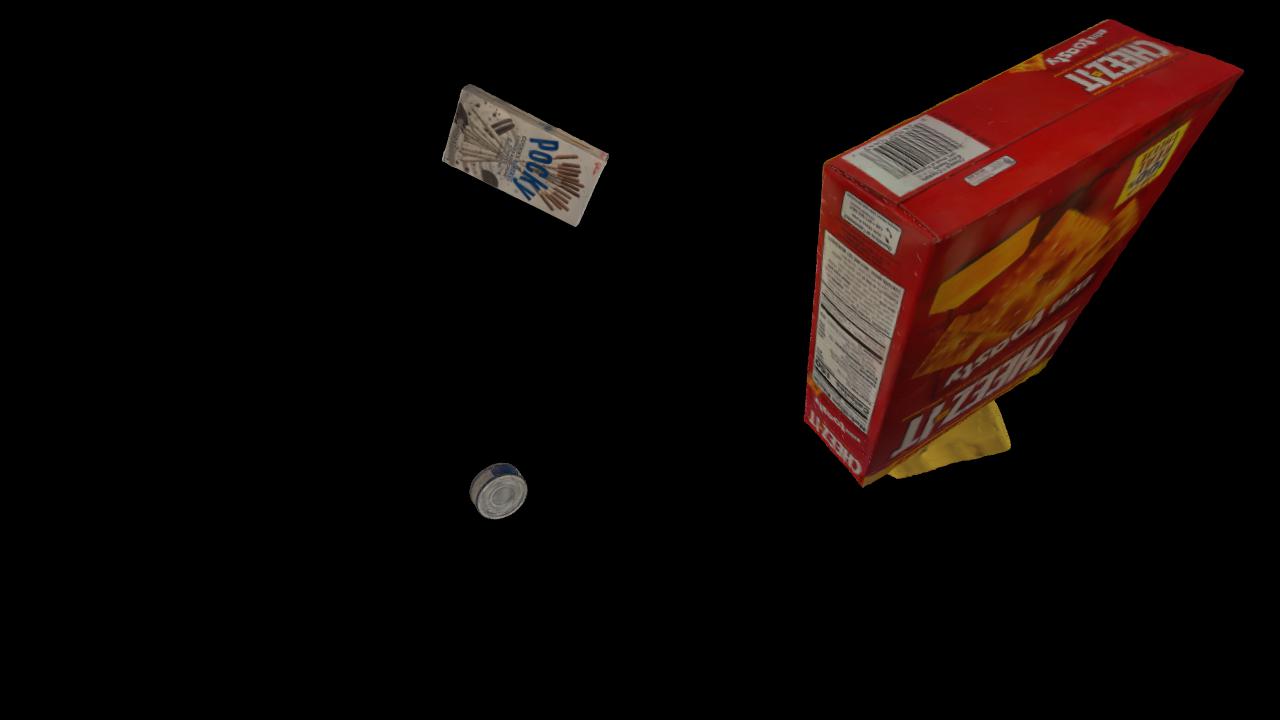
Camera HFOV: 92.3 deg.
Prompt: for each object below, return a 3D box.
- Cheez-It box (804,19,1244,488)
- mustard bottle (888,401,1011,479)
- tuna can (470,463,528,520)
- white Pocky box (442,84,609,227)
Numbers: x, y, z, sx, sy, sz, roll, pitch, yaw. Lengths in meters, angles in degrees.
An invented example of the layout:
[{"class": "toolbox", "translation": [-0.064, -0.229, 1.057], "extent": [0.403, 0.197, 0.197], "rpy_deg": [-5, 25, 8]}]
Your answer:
[{"class": "Cheez-It box", "translation": [0.179, -0.038, 0.340], "extent": [0.166, 0.071, 0.223], "rpy_deg": [-29, -35, -10]}, {"class": "mustard bottle", "translation": [0.334, 0.100, 0.738], "extent": [0.184, 0.054, 0.092], "rpy_deg": [-26, 25, 31]}, {"class": "tuna can", "translation": [-0.217, 0.204, 0.951], "extent": [0.084, 0.084, 0.034], "rpy_deg": [0, 23, -35]}, {"class": "white Pocky box", "translation": [-0.118, -0.207, 0.632], "extent": [0.154, 0.084, 0.028], "rpy_deg": [24, 36, -11]}]
